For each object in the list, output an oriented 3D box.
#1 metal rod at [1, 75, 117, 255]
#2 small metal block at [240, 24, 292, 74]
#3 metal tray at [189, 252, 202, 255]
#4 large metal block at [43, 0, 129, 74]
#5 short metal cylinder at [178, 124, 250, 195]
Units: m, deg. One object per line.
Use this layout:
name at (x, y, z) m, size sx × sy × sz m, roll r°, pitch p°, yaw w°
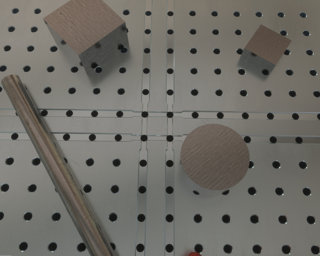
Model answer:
metal rod at (-0.129, 0.052, 0.391) m, size 0.025 × 0.025 × 0.299 m, roll -31°, pitch 73°, yaw -11°
small metal block at (0.155, -0.116, 0.455) m, size 0.050 × 0.025 × 0.050 m, roll 33°, pitch 73°, yaw 11°
metal tray at (0.060, 0.206, 0.316) m, size 0.130 × 0.030 × 0.090 m, roll 33°, pitch 73°, yaw 27°
large metal block at (-0.104, -0.140, 0.449) m, size 0.080 × 0.050 × 0.080 m, roll -41°, pitch 75°, yaw -13°
short metal cylinder at (0.064, 0.041, 0.384) m, size 0.081 × 0.050 × 0.080 m, roll 0°, pitch 70°, yaw 0°
